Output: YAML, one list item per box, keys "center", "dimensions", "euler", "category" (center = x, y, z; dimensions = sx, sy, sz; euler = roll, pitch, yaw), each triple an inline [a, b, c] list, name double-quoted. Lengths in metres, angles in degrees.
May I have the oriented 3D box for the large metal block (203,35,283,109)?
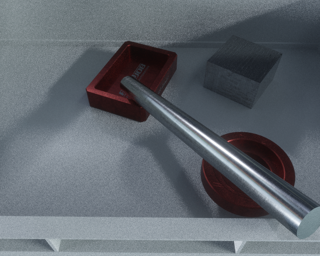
- center: [0.123, -0.086, 0.463]
  dimensions: [0.080, 0.050, 0.080]
  euler: [29, 56, 21]
  category: "large metal block"

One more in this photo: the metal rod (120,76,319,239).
- center: [0.026, -0.001, 0.312]
  dimensions: [0.025, 0.025, 0.300]
  euler: [-23, 33, -19]
  category: "metal rod"

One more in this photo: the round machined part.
- center: [0.095, 0.055, 0.349]
  dimensions: [0.099, 0.042, 0.098]
  euler: [0, 50, 0]
  category: "round machined part"

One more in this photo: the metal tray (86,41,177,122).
- center: [-0.038, -0.074, 0.463]
  dimensions: [0.090, 0.030, 0.130]
  euler: [18, 52, 14]
  category: "metal tray"
